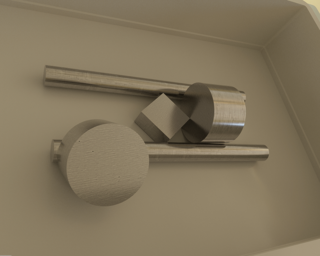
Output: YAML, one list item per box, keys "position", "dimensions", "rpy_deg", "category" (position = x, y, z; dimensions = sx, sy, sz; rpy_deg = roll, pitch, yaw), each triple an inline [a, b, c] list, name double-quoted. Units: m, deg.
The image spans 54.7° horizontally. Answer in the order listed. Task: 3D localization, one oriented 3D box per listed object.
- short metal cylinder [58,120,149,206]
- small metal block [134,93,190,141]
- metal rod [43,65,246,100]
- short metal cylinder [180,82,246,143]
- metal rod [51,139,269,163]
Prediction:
- position: [-0.058, 0.033, 0.315]
  dimensions: [0.081, 0.050, 0.079]
  rpy_deg: [-3, 97, -27]
  category: "short metal cylinder"
- position: [0.003, -0.011, 0.413]
  dimensions: [0.050, 0.025, 0.050]
  rpy_deg: [44, 51, 2]
  category: "small metal block"
- position: [-0.003, -0.055, 0.437]
  dimensions: [0.303, 0.025, 0.025]
  rpy_deg: [3, 61, -27]
  category: "metal rod"
- position: [0.069, -0.019, 0.420]
  dimensions: [0.050, 0.080, 0.080]
  rpy_deg: [2, 61, -28]
  category: "short metal cylinder"
- position: [0.020, 0.031, 0.397]
  dimensions: [0.303, 0.025, 0.025]
  rpy_deg: [3, 61, -27]
  category: "metal rod"
